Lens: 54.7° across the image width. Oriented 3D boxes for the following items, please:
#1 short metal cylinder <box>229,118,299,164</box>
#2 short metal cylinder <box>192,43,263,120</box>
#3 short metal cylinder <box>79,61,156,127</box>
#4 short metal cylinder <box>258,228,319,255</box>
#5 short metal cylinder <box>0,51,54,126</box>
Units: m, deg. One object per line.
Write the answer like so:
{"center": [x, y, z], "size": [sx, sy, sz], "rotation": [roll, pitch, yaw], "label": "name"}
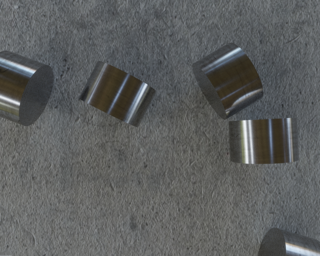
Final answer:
{"center": [0.127, 0.014, 0.383], "size": [0.080, 0.080, 0.050], "rotation": [-3, 90, 0], "label": "short metal cylinder"}
{"center": [0.082, -0.057, 0.383], "size": [0.050, 0.080, 0.080], "rotation": [-30, 90, 0], "label": "short metal cylinder"}
{"center": [-0.052, -0.041, 0.382], "size": [0.080, 0.080, 0.050], "rotation": [27, 90, 0], "label": "short metal cylinder"}
{"center": [0.161, 0.171, 0.384], "size": [0.050, 0.080, 0.080], "rotation": [17, 90, 0], "label": "short metal cylinder"}
{"center": [-0.174, -0.048, 0.381], "size": [0.050, 0.080, 0.080], "rotation": [20, 90, 0], "label": "short metal cylinder"}
